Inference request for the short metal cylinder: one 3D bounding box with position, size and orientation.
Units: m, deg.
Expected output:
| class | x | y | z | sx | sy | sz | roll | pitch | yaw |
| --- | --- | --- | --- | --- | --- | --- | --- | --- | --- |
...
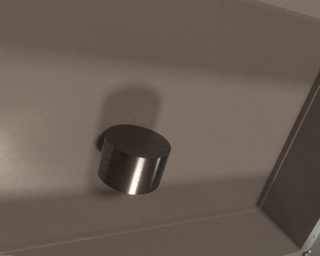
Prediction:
| class | x | y | z | sx | sy | sz | roll | pitch | yaw |
| --- | --- | --- | --- | --- | --- | --- | --- | --- | --- |
| short metal cylinder | -0.032 | 0.036 | 0.379 | 0.081 | 0.080 | 0.050 | 3 | 117 | -30 |
